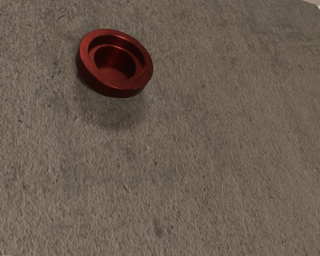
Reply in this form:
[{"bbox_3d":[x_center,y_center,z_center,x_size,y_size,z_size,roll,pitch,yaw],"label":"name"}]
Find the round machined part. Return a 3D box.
[{"bbox_3d":[-0.062,-0.080,0.409,0.099,0.042,0.098,14,56,-21],"label":"round machined part"}]
